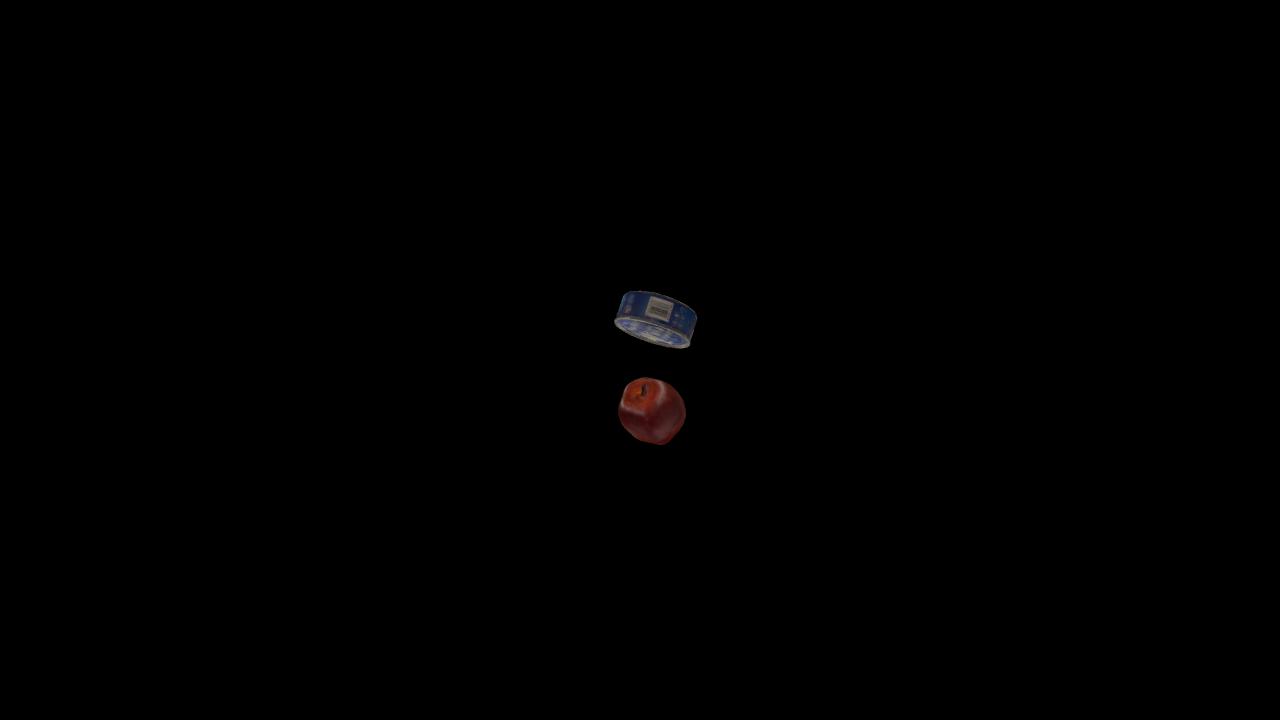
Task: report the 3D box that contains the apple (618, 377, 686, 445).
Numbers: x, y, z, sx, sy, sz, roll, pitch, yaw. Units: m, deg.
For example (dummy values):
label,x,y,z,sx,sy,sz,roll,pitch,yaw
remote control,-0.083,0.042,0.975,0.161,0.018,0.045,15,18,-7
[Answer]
label,x,y,z,sx,sy,sz,roll,pitch,yaw
apple,0.016,0.062,0.743,0.079,0.079,0.093,0,-41,24

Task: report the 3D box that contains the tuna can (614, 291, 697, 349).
label,x,y,z,sx,sy,sz,roll,pitch,yaw
tuna can,0.017,-0.043,0.649,0.084,0.034,0.084,16,-11,3
